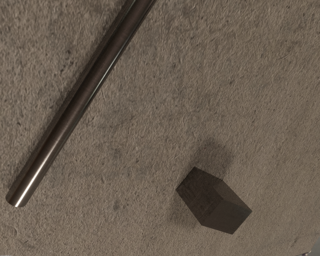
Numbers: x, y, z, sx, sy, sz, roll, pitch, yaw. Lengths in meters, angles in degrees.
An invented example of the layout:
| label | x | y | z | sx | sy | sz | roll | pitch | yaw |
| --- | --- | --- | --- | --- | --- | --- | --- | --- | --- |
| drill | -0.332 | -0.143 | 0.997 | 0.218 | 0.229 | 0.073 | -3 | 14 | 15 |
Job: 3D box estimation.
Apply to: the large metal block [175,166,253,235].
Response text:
| label | x | y | z | sx | sy | sz | roll | pitch | yaw |
| --- | --- | --- | --- | --- | --- | --- | --- | --- | --- |
| large metal block | 0.085 | 0.115 | 0.491 | 0.080 | 0.080 | 0.050 | 29 | 102 | -38 |

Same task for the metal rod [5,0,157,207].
| label | x | y | z | sx | sy | sz | roll | pitch | yaw |
| --- | --- | --- | --- | --- | --- | --- | --- | --- | --- |
| metal rod | -0.086 | -0.035 | 0.339 | 0.025 | 0.025 | 0.299 | 27 | 104 | -38 |
